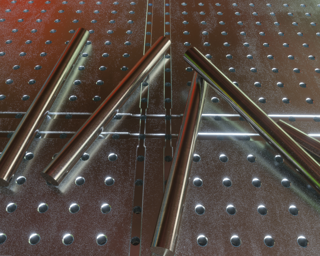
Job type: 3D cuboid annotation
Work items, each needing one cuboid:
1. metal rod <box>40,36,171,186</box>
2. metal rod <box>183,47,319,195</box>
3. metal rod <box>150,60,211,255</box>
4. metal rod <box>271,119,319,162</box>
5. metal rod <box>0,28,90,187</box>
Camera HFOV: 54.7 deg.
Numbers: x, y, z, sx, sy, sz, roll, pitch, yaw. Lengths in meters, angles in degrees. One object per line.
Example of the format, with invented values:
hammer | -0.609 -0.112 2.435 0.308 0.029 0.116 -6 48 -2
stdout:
metal rod | -0.060 -0.044 0.443 0.025 0.025 0.301 21 53 16
metal rod | 0.130 -0.007 0.396 0.025 0.025 0.300 -28 61 -22
metal rod | 0.036 0.010 0.399 0.025 0.025 0.300 10 51 8
metal rod | 0.264 0.076 0.346 0.300 0.025 0.025 35 58 25
metal rod | -0.160 -0.052 0.449 0.025 0.025 0.300 8 50 6
